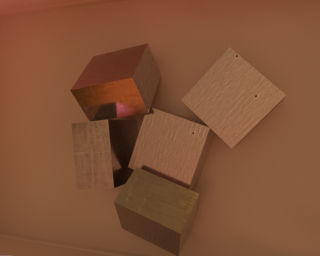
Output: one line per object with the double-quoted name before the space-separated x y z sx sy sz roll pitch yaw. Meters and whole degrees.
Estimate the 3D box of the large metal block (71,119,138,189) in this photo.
"large metal block" -0.066 0.032 0.402 0.050 0.080 0.080 -6 88 20

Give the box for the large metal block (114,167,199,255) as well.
"large metal block" -0.003 0.102 0.373 0.080 0.080 0.050 21 55 17

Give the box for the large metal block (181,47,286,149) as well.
"large metal block" 0.087 -0.033 0.365 0.080 0.050 0.080 45 104 14

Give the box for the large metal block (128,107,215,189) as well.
"large metal block" 0.017 0.024 0.390 0.080 0.050 0.080 20 97 18

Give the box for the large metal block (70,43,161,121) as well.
"large metal block" -0.052 -0.057 0.391 0.080 0.080 0.050 -8 129 20
